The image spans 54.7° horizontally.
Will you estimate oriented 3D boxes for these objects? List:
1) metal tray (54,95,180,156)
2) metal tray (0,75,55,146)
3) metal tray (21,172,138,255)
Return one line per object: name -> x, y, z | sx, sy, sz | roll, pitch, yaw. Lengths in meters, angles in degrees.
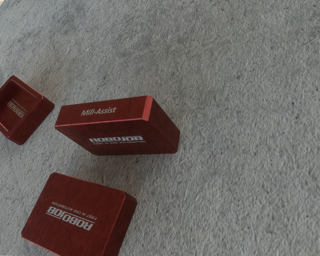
metal tray -> -0.051, 0.002, 0.387 | 0.130, 0.090, 0.030 | -4, 60, 26
metal tray -> -0.258, -0.036, 0.557 | 0.130, 0.030, 0.090 | 30, 78, 37
metal tray -> -0.102, 0.112, 0.385 | 0.130, 0.030, 0.090 | 8, 65, 31
